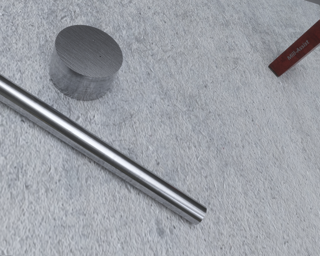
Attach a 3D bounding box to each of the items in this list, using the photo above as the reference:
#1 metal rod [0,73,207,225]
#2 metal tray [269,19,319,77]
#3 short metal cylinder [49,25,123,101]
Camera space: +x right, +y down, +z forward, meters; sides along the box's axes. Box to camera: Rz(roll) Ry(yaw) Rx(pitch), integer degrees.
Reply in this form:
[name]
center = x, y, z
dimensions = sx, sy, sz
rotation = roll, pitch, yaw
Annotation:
[metal rod]
center = -0.077, 0.020, 0.349
dimensions = 0.301, 0.025, 0.025
rotation = 34, 51, -6
[metal tray]
center = 0.277, -0.158, 0.581
dimensions = 0.091, 0.129, 0.030
rotation = -32, 80, -38
[short metal cylinder]
center = -0.093, -0.081, 0.387
dimensions = 0.081, 0.050, 0.080
rotation = 14, 56, -21
